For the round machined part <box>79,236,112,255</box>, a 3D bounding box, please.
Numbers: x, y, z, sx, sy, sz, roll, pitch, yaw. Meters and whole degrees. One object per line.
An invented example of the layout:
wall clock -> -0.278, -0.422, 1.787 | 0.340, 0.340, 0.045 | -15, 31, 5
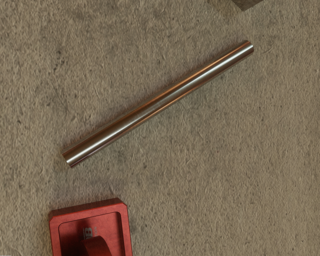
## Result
round machined part -> -0.075, 0.169, 0.328 | 0.042, 0.098, 0.097 | -8, 93, -26

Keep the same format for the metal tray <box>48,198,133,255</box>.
metal tray -> -0.081, 0.159, 0.377 | 0.091, 0.030, 0.129 | -7, 93, -20

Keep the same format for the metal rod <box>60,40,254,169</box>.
metal rod -> 0.009, -0.040, 0.413 | 0.302, 0.025, 0.025 | -33, 101, -17

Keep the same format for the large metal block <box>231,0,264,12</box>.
large metal block -> 0.126, -0.232, 0.443 | 0.080, 0.050, 0.080 | 36, 78, -17
